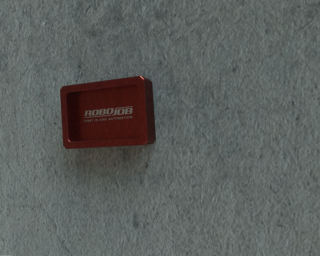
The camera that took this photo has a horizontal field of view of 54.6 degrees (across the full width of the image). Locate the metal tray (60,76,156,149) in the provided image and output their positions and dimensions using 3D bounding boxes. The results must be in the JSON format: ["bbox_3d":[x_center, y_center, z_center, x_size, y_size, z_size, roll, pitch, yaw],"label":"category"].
[{"bbox_3d":[-0.074,-0.019,0.432,0.130,0.030,0.090,-4,89,20],"label":"metal tray"}]
